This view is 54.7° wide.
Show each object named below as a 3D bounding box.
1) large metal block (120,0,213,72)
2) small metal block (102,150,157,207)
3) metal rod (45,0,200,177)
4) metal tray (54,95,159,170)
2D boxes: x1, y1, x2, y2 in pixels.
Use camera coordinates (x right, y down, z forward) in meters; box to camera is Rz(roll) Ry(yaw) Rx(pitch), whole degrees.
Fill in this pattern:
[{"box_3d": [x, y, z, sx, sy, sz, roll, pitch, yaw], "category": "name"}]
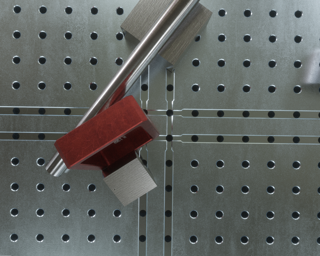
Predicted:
[{"box_3d": [0.008, -0.132, 0.401, 0.080, 0.050, 0.080, 36, 90, 0], "category": "large metal block"}, {"box_3d": [-0.040, 0.066, 0.405, 0.050, 0.025, 0.050, -32, 112, 0], "category": "small metal block"}, {"box_3d": [-0.047, -0.054, 0.376, 0.025, 0.025, 0.299, 40, 104, 0], "category": "metal rod"}, {"box_3d": [-0.052, 0.012, 0.359, 0.090, 0.130, 0.030, -32, 80, 0], "category": "metal tray"}]
